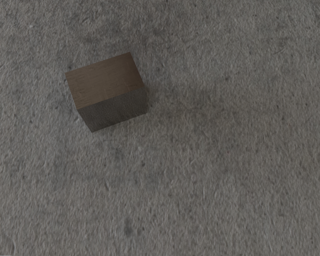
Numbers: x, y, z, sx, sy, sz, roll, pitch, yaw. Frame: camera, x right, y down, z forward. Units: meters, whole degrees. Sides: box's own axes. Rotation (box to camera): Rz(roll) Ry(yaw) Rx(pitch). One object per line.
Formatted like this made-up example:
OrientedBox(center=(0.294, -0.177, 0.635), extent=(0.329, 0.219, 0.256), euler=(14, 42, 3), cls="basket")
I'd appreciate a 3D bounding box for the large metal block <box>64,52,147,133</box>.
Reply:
OrientedBox(center=(-0.064, -0.042, 0.394), extent=(0.080, 0.080, 0.050), euler=(-20, 72, -8), cls="large metal block")
